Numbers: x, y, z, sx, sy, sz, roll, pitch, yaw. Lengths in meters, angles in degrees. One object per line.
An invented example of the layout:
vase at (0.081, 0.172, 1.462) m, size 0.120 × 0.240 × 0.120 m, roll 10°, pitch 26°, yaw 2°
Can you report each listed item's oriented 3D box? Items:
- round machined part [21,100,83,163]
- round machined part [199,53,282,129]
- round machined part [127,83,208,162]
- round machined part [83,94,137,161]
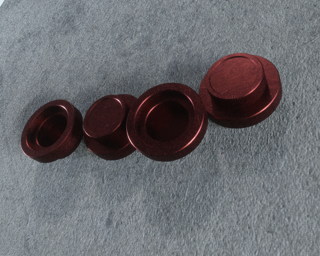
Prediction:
round machined part at (-0.157, 0.009, 0.471) m, size 0.098 × 0.042 × 0.098 m, roll -13°, pitch 56°, yaw 21°
round machined part at (0.094, -0.052, 0.376) m, size 0.098 × 0.042 × 0.098 m, roll -13°, pitch 56°, yaw 21°
round machined part at (0.012, -0.004, 0.385) m, size 0.098 × 0.042 × 0.098 m, roll -9°, pitch 62°, yaw 18°
round machined part at (-0.067, -0.007, 0.433) m, size 0.098 × 0.042 × 0.098 m, roll -13°, pitch 56°, yaw 21°
